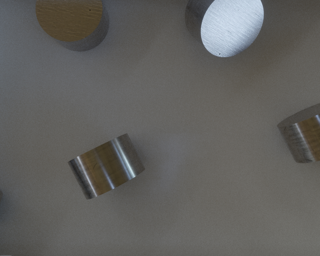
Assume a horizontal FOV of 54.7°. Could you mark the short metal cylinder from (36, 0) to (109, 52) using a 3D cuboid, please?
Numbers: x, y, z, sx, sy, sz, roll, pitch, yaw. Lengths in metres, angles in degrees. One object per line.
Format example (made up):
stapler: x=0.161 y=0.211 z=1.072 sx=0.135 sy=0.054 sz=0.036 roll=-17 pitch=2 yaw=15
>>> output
short metal cylinder: x=-0.109 y=-0.144 z=0.398 sx=0.081 sy=0.050 sz=0.080 roll=0 pitch=90 yaw=0

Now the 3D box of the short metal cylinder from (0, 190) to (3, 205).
short metal cylinder: x=-0.244 y=0.101 z=0.382 sx=0.080 sy=0.080 sz=0.050 roll=15 pitch=90 yaw=0

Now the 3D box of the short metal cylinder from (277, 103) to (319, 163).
short metal cylinder: x=0.196 y=0.003 z=0.385 sx=0.080 sy=0.080 sz=0.050 roll=-27 pitch=90 yaw=0

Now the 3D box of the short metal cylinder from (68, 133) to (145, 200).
short metal cylinder: x=-0.065 y=0.046 z=0.383 sx=0.080 sy=0.080 sz=0.050 roll=-27 pitch=90 yaw=0

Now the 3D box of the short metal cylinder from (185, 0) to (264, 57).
short metal cylinder: x=0.077 y=-0.134 z=0.379 sx=0.081 sy=0.050 sz=0.079 roll=-11 pitch=129 yaw=-14
